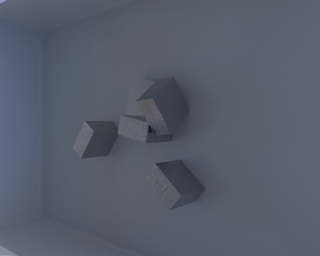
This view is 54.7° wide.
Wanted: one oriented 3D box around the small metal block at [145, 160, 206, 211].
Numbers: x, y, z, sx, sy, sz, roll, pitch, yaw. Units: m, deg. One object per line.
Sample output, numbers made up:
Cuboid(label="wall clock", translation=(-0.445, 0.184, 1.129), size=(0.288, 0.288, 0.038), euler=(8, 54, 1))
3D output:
Cuboid(label="small metal block", translation=(0.019, 0.067, 0.374), size=(0.050, 0.050, 0.025), euler=(49, 119, 28))

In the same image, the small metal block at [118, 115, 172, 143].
Cuboid(label="small metal block", translation=(-0.018, 0.001, 0.403), size=(0.050, 0.050, 0.025), euler=(15, 100, 39))

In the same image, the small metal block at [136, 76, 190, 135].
Cuboid(label="small metal block", translation=(0.005, -0.027, 0.372), size=(0.025, 0.050, 0.050), euler=(-5, 124, 39))

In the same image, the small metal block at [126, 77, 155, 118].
Cuboid(label="small metal block", translation=(-0.016, -0.039, 0.418), size=(0.050, 0.025, 0.050), euler=(16, 100, 38))

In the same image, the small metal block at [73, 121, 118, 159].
Cuboid(label="small metal block", translation=(-0.095, 0.017, 0.467), size=(0.025, 0.050, 0.050), euler=(44, 116, 31))
